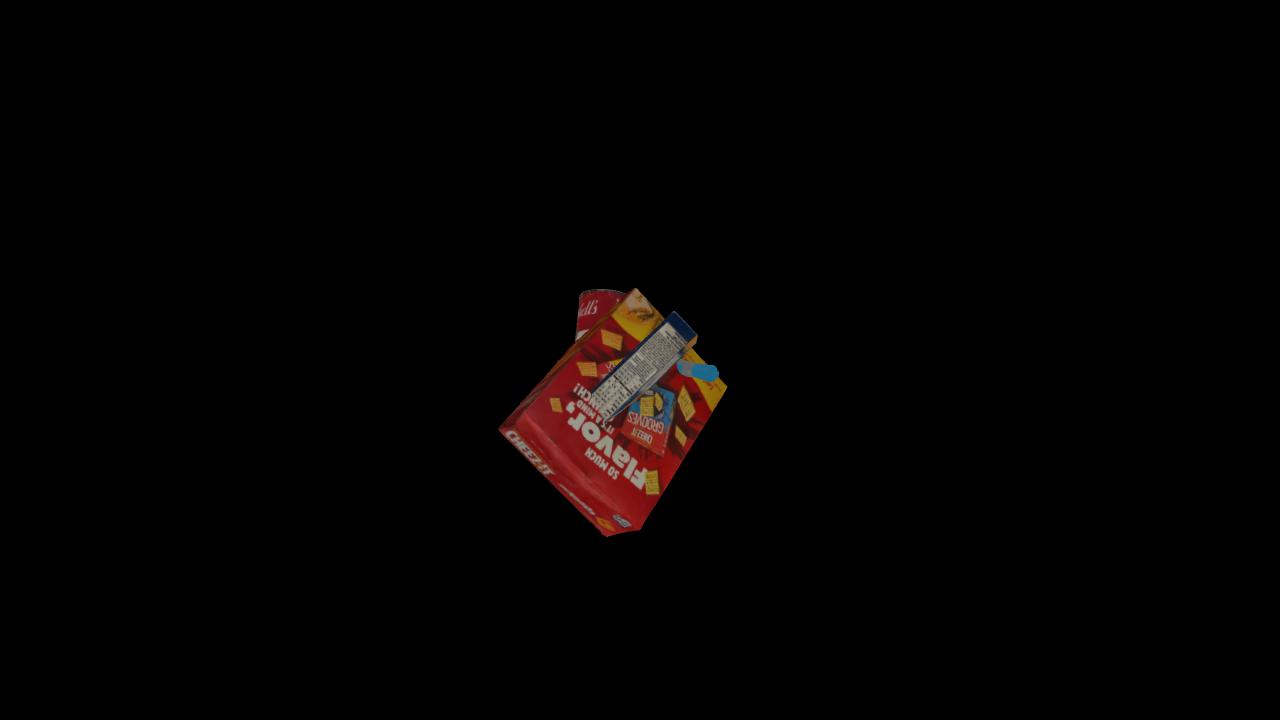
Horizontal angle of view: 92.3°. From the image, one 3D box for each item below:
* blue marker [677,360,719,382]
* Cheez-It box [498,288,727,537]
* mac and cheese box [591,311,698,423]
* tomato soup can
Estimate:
[{"bbox_3d":[0.038,0.007,0.700,0.121,0.020,0.020,12,8,40],"label":"blue marker"},{"bbox_3d":[-0.019,0.051,0.666,0.071,0.166,0.223,-31,17,48],"label":"Cheez-It box"},{"bbox_3d":[-0.017,0.029,0.650,0.184,0.041,0.093,-44,-4,0],"label":"mac and cheese box"},{"bbox_3d":[-0.042,-0.023,0.714,0.068,0.101,0.068,4,-16,1],"label":"tomato soup can"}]
